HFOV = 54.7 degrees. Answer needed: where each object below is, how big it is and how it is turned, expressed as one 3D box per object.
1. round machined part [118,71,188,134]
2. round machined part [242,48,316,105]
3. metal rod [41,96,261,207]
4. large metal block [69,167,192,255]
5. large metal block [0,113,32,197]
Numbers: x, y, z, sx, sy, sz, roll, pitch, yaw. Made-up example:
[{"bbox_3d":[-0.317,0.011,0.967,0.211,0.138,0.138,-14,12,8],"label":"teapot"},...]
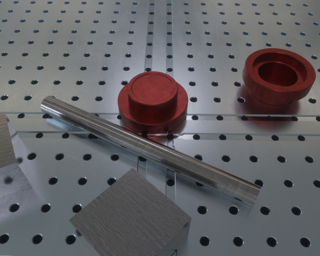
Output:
[{"bbox_3d":[-0.010,-0.042,0.432,0.099,0.042,0.098,0,50,0],"label":"round machined part"},{"bbox_3d":[0.171,-0.072,0.458,0.099,0.042,0.098,0,50,0],"label":"round machined part"},{"bbox_3d":[-0.025,0.022,0.388,0.301,0.025,0.025,22,54,17],"label":"metal rod"},{"bbox_3d":[-0.027,0.100,0.307,0.080,0.050,0.080,37,59,26],"label":"large metal block"},{"bbox_3d":[-0.205,0.038,0.358,0.081,0.050,0.080,-21,53,-17],"label":"large metal block"}]
